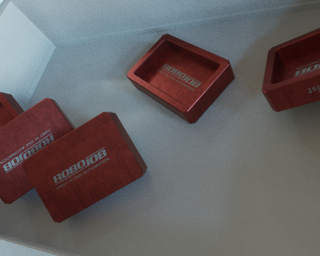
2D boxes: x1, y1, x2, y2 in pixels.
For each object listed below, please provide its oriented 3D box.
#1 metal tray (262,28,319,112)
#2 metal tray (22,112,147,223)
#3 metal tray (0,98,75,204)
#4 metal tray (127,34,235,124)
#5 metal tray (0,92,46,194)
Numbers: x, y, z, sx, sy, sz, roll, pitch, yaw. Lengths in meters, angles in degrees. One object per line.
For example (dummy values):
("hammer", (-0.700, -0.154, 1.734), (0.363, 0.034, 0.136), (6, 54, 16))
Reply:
("metal tray", (0.175, -0.071, 0.314), (0.130, 0.030, 0.090), (-18, 33, 37))
("metal tray", (-0.094, 0.048, 0.389), (0.130, 0.030, 0.090), (-30, 89, 8))
("metal tray", (-0.179, 0.030, 0.428), (0.130, 0.090, 0.030), (-36, 6, -7))
("metal tray", (0.025, -0.073, 0.432), (0.090, 0.030, 0.130), (-48, 52, -6))
("metal tray", (-0.226, 0.023, 0.456), (0.090, 0.030, 0.130), (-38, 88, 1))
